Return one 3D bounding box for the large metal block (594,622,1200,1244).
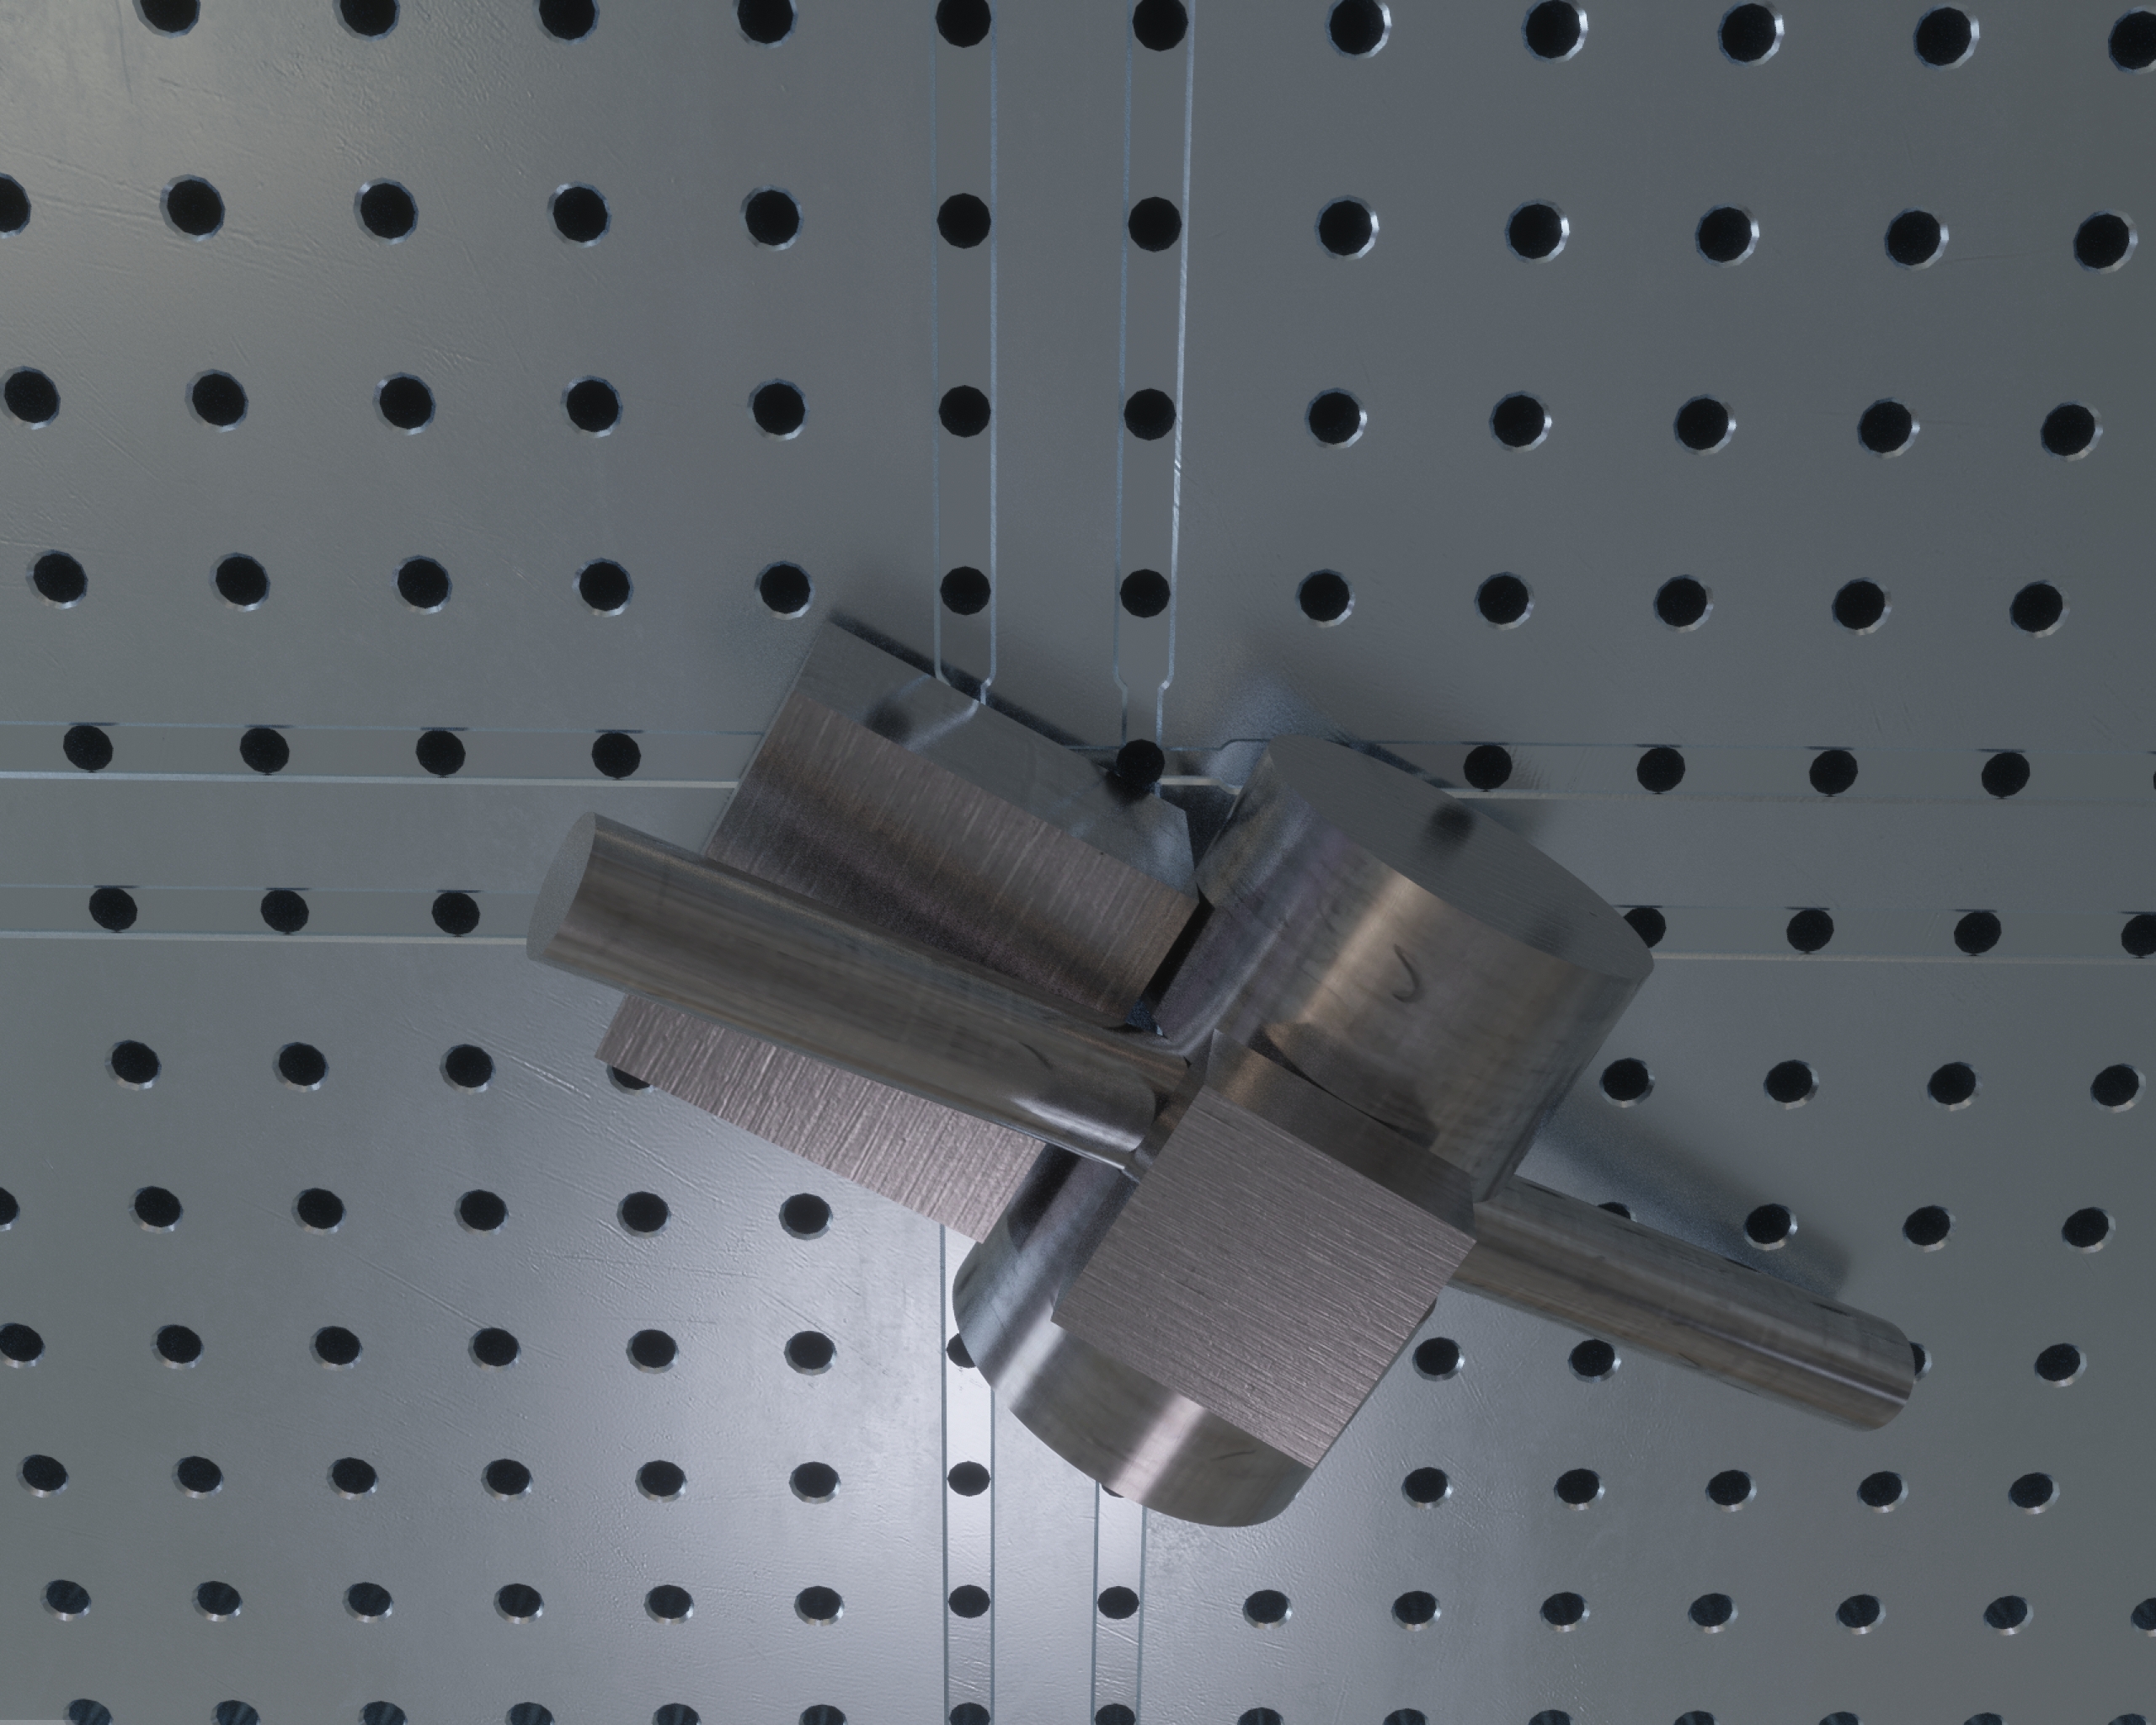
[{"bbox_3d":[-0.033,0.013,0.398,0.080,0.050,0.080,28,108,-10],"label":"large metal block"}]

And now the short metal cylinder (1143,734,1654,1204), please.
[{"bbox_3d":[0.058,0.018,0.388,0.080,0.080,0.050,26,108,-10],"label":"short metal cylinder"}]

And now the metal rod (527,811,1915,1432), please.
[{"bbox_3d":[0.045,0.057,0.389,0.302,0.025,0.025,23,109,-25],"label":"metal rod"}]

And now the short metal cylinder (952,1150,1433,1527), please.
[{"bbox_3d":[0.023,0.083,0.411,0.080,0.080,0.050,28,108,-10],"label":"short metal cylinder"}]

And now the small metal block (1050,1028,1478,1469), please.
[{"bbox_3d":[0.031,0.064,0.349,0.050,0.025,0.050,30,108,-2],"label":"small metal block"}]
